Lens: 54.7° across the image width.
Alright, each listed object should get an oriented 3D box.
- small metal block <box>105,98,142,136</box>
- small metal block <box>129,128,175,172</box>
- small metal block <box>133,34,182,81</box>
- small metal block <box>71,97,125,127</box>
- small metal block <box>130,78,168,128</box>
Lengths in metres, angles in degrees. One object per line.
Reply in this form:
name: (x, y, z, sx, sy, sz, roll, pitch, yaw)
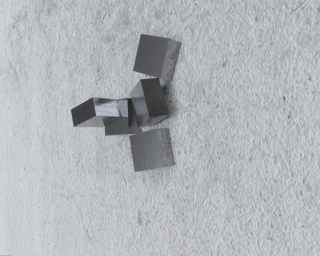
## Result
small metal block: (-0.055, -0.015, 0.450, 0.050, 0.025, 0.050, -5, 87, 40)
small metal block: (-0.011, 0.030, 0.414, 0.050, 0.025, 0.050, -16, 80, 39)
small metal block: (-0.004, -0.094, 0.409, 0.050, 0.025, 0.050, 22, 104, 38)
small metal block: (-0.085, -0.020, 0.427, 0.050, 0.050, 0.025, -21, 76, 38)
small metal block: (-0.016, -0.032, 0.405, 0.050, 0.025, 0.050, 143, 116, -64)
